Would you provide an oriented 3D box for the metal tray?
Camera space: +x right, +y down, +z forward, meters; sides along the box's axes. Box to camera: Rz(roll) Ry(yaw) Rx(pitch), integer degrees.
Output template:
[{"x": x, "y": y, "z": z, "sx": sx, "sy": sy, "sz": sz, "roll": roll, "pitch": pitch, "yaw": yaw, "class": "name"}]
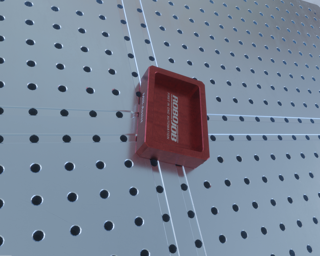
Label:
[{"x": 0.018, "y": -0.017, "z": 0.424, "sx": 0.091, "sy": 0.030, "sz": 0.130, "roll": 15, "pitch": 56, "yaw": -20, "class": "metal tray"}]
